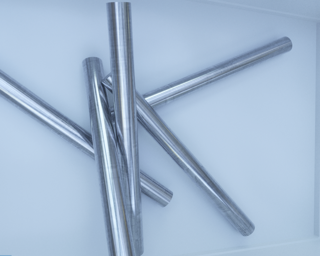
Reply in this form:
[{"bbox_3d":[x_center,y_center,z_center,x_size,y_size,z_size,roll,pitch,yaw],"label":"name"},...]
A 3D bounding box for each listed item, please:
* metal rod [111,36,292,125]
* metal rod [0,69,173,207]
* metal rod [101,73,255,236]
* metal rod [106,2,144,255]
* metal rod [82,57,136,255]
[{"bbox_3d":[0.066,-0.071,0.434,0.302,0.025,0.025,-24,98,-18],"label":"metal rod"},{"bbox_3d":[-0.105,0.006,0.371,0.301,0.025,0.025,38,78,-16],"label":"metal rod"},{"bbox_3d":[0.036,0.044,0.407,0.025,0.025,0.300,-47,111,-14],"label":"metal rod"},{"bbox_3d":[-0.037,0.017,0.355,0.025,0.025,0.298,-8,109,-20],"label":"metal rod"},{"bbox_3d":[-0.052,0.055,0.326,0.025,0.025,0.299,-5,67,-20],"label":"metal rod"}]
